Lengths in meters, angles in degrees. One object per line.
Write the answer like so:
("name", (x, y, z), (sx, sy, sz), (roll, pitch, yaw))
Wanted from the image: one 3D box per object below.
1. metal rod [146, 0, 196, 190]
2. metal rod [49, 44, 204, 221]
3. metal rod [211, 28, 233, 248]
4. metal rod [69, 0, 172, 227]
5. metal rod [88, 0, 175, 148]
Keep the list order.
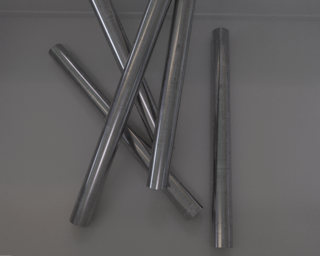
("metal rod", (0.019, -0.078, 0.362), (0.025, 0.025, 0.298), (9, 90, 3))
("metal rod", (-0.054, -0.004, 0.410), (0.025, 0.025, 0.300), (-38, 75, -13))
("metal rod", (0.081, -0.002, 0.410), (0.025, 0.025, 0.299), (3, 70, 1))
("metal rod", (-0.044, -0.027, 0.362), (0.025, 0.025, 0.298), (21, 93, 7))
("metal rod", (-0.051, -0.106, 0.379), (0.025, 0.025, 0.299), (-25, 99, -9))
